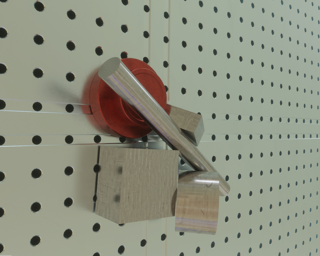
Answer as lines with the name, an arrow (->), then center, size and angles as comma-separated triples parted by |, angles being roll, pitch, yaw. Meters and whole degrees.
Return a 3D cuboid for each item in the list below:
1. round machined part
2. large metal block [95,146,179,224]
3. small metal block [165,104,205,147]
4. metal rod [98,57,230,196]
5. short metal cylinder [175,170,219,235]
round machined part -> -0.030, -0.036, 0.374 | 0.099, 0.042, 0.097 | 0, 90, -40
large metal block -> -0.026, 0.064, 0.370 | 0.081, 0.050, 0.080 | 6, 86, -40
small metal block -> 0.029, -0.003, 0.407 | 0.025, 0.050, 0.050 | -64, 160, -16
metal rod -> 0.027, 0.021, 0.392 | 0.300, 0.025, 0.025 | 46, 62, -45
short metal cylinder -> 0.048, 0.097, 0.407 | 0.080, 0.050, 0.079 | 1, 92, -85
